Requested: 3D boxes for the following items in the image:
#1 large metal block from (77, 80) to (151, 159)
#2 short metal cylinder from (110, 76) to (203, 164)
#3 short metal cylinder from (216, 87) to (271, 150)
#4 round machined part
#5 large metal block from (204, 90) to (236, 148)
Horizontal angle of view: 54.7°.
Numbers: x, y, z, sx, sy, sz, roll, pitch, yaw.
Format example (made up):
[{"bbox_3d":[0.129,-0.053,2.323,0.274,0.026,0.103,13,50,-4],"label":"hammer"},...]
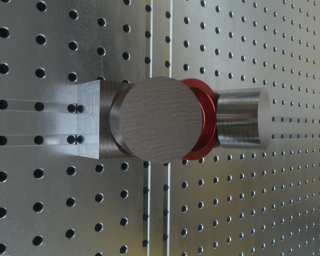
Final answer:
[{"bbox_3d":[-0.046,-0.008,0.354,0.081,0.050,0.080,1,90,-40],"label":"large metal block"},{"bbox_3d":[-0.006,-0.008,0.306,0.081,0.050,0.079,0,91,-19],"label":"short metal cylinder"},{"bbox_3d":[0.111,-0.012,0.404,0.080,0.050,0.080,1,89,-60],"label":"short metal cylinder"},{"bbox_3d":[0.028,-0.011,0.383,0.099,0.042,0.097,0,90,-40],"label":"round machined part"},{"bbox_3d":[0.070,-0.013,0.451,0.081,0.050,0.080,-1,91,-40],"label":"large metal block"}]
